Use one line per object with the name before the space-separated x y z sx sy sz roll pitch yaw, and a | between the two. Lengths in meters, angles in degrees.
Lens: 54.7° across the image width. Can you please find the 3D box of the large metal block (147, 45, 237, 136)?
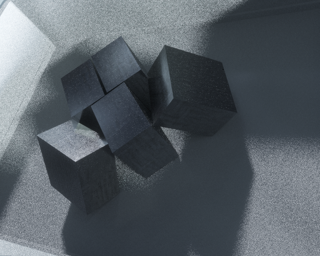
large metal block | 0.035 -0.043 0.367 0.050 0.081 0.080 -52 36 46

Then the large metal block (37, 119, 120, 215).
large metal block | -0.099 0.046 0.382 0.080 0.079 0.050 24 40 36

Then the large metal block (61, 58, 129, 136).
large metal block | -0.086 -0.036 0.434 0.050 0.080 0.080 -33 52 7

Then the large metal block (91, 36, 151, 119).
large metal block | -0.042 -0.065 0.429 0.050 0.080 0.080 -34 52 6

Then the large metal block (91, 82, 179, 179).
large metal block | -0.030 0.004 0.380 0.050 0.080 0.080 -36 51 4
